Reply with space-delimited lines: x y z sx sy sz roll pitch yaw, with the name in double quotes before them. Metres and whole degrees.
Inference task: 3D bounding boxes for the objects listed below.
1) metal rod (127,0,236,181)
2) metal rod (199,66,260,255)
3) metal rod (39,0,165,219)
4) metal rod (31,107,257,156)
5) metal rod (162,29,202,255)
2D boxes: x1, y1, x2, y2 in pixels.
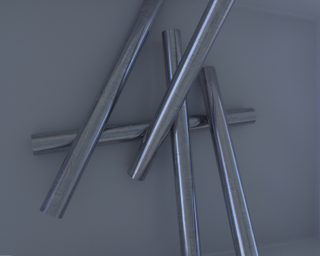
"metal rod" 0.033 -0.067 0.354 0.025 0.025 0.298 20 108 -19
"metal rod" 0.084 0.055 0.376 0.025 0.025 0.299 1 65 -20
"metal rod" -0.060 -0.042 0.368 0.025 0.025 0.299 28 73 -18
"metal rod" -0.006 0.001 0.408 0.302 0.025 0.025 -8 93 -20
"metal rod" 0.027 0.024 0.389 0.025 0.025 0.298 -3 84 -20
